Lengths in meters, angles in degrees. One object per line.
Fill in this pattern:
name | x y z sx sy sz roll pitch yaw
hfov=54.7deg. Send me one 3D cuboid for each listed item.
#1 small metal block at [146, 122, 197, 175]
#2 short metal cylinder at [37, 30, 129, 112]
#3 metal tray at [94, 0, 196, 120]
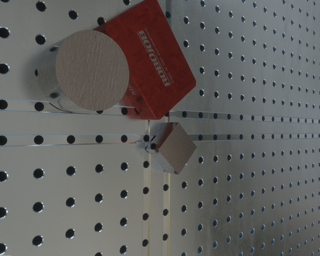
small metal block | 0.017 0.027 0.423 0.050 0.025 0.050 52 60 -27
short metal cylinder | -0.080 -0.057 0.326 0.081 0.050 0.079 0 90 -40
metal tray | -0.014 -0.086 0.394 0.090 0.030 0.130 -44 117 -31
